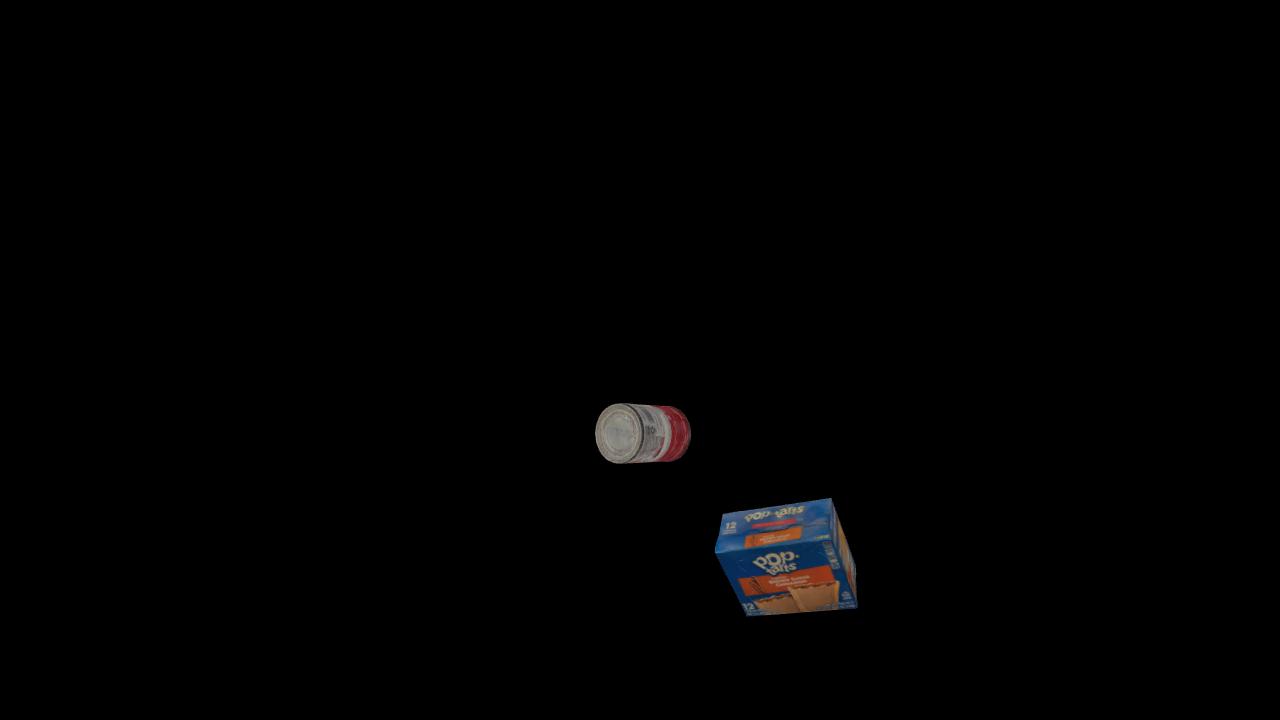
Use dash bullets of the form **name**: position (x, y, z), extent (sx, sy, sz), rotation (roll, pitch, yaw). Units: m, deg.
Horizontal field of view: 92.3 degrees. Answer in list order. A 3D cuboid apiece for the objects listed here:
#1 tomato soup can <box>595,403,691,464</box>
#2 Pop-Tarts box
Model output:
- **tomato soup can**: position (0.004, 0.084, 0.702), extent (0.068, 0.068, 0.101), rotation (0, -5, 35)
- **Pop-Tarts box**: position (0.215, 0.291, 0.899), extent (0.167, 0.141, 0.083), rotation (-15, 25, 23)
